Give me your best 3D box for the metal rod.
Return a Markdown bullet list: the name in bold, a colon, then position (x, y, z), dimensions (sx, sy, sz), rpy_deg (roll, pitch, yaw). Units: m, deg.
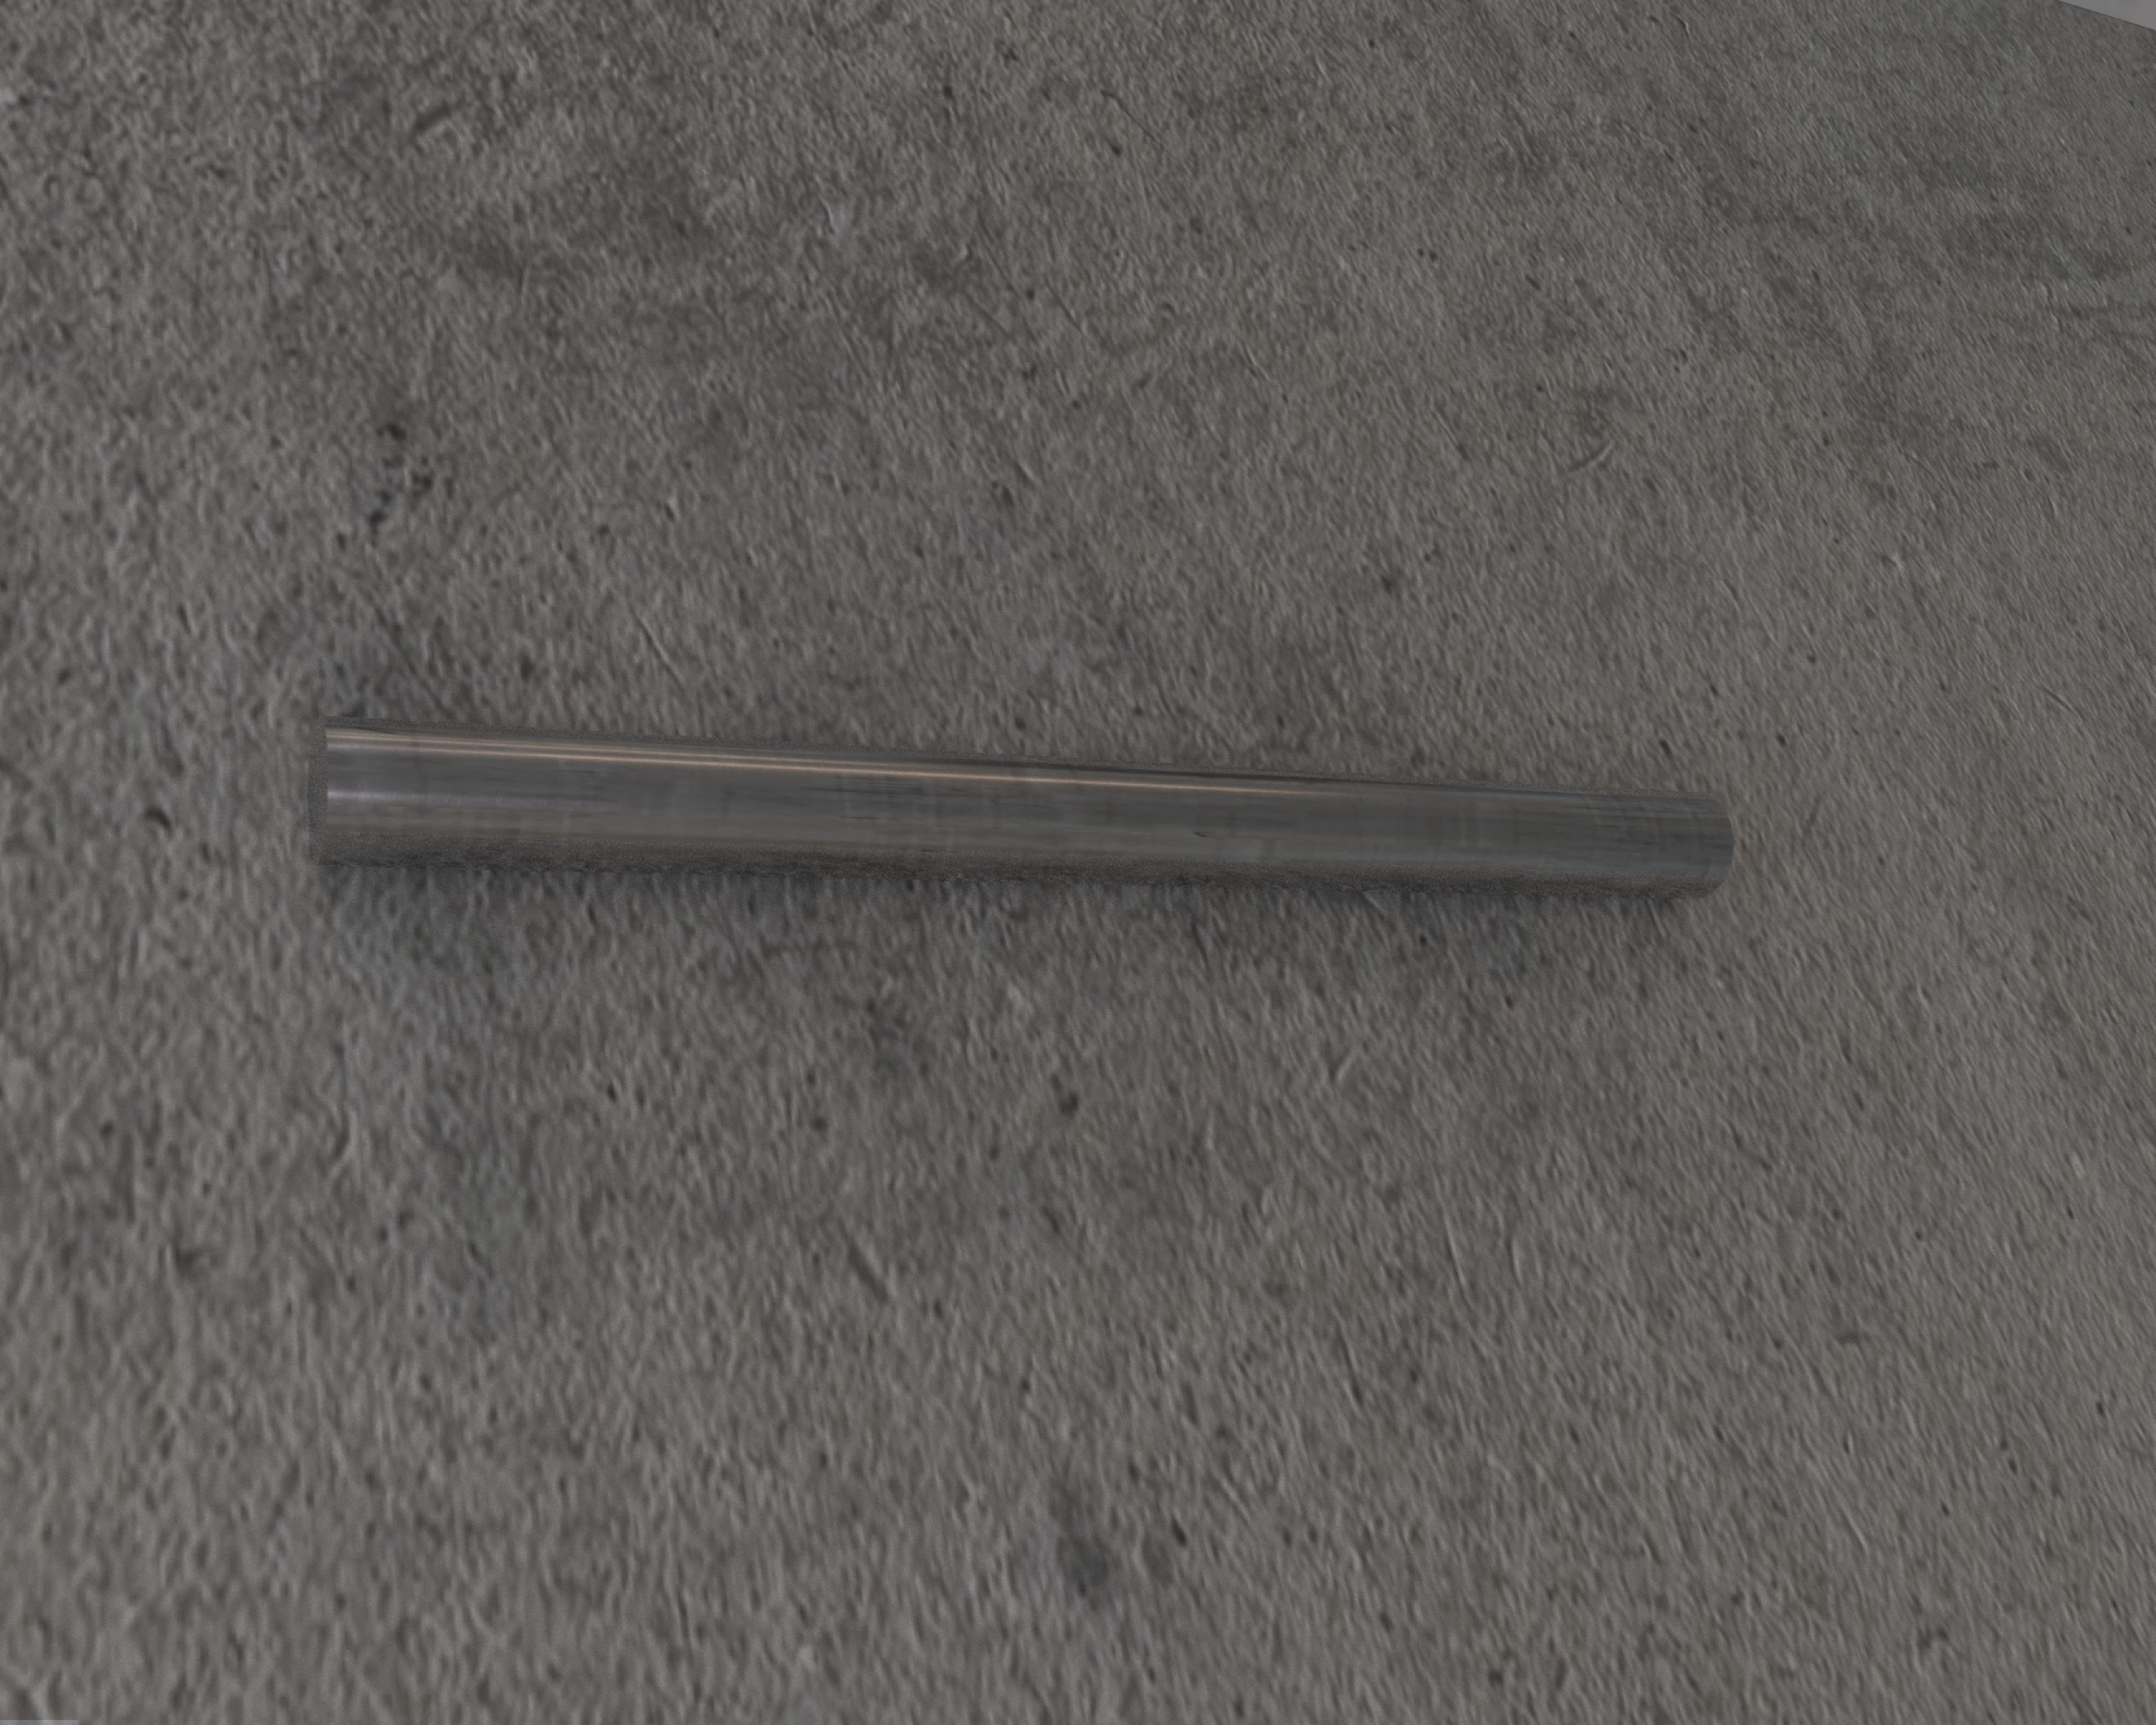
- **metal rod**: position (0.009, -0.008, 0.414), dimensions (0.302, 0.025, 0.025), rpy_deg (2, 61, -27)
